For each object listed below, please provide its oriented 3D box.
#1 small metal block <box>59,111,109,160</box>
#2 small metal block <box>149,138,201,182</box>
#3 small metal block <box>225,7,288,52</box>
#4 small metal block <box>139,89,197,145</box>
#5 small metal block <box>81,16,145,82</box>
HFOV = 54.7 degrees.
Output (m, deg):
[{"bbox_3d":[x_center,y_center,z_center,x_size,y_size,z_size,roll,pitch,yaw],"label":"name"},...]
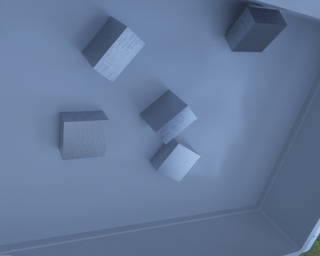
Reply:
[{"bbox_3d":[-0.091,0.008,0.365,0.050,0.025,0.050,-4,120,-27],"label":"small metal block"},{"bbox_3d":[0.022,0.045,0.450,0.050,0.025,0.050,31,101,-39],"label":"small metal block"},{"bbox_3d":[0.118,-0.121,0.385,0.050,0.025,0.050,-6,156,-26],"label":"small metal block"},{"bbox_3d":[0.009,-0.015,0.390,0.050,0.050,0.025,-40,130,-1],"label":"small metal block"},{"bbox_3d":[-0.049,-0.081,0.316,0.050,0.050,0.025,-49,129,6],"label":"small metal block"}]
